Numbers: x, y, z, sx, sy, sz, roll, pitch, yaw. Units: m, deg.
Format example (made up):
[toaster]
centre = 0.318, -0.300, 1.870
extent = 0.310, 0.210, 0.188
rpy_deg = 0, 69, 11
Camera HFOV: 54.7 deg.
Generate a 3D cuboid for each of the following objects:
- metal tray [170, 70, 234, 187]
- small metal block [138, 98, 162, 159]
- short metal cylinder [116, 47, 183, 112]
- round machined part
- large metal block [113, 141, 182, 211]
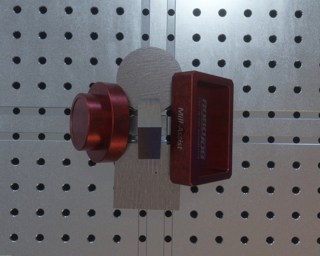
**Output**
[metal tray]
centre = 0.054, 0.001, 0.382
extent = 0.030, 0.091, 0.129
rpy_deg = 1, 90, 43
[small metal block]
centre = -0.013, 0.001, 0.358
extent = 0.025, 0.050, 0.050
rpy_deg = 0, 132, -3
[short metal cylinder]
centre = -0.012, -0.059, 0.400
extent = 0.081, 0.050, 0.080
rpy_deg = 0, 90, 0
[round machined part]
centre = -0.078, -0.007, 0.372
extent = 0.042, 0.098, 0.097
rpy_deg = 1, 90, -33
[large metal block]
centre = -0.015, 0.059, 0.400
extent = 0.081, 0.050, 0.080
rpy_deg = 2, 90, 0
